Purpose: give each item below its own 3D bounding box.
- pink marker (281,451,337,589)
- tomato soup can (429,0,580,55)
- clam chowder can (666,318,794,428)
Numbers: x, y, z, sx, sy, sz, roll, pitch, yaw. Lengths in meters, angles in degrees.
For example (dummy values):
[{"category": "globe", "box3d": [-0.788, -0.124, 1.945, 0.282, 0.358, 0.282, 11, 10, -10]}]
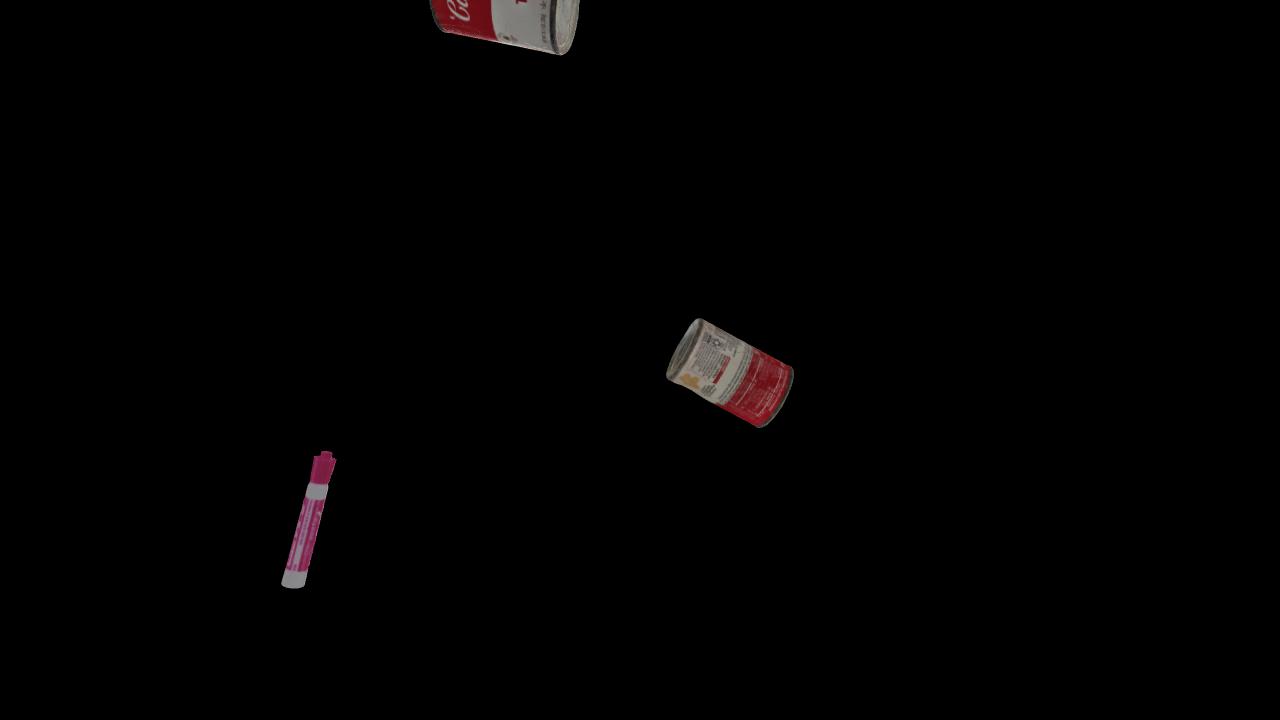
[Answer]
[{"category": "pink marker", "box3d": [-0.296, 0.141, 0.551, 0.020, 0.121, 0.020, 12, -4, 1]}, {"category": "tomato soup can", "box3d": [-0.105, -0.285, 0.486, 0.101, 0.068, 0.068, 14, 1, 3]}, {"category": "clam chowder can", "box3d": [0.084, 0.012, 0.584, 0.102, 0.068, 0.068, 28, -3, -6]}]
